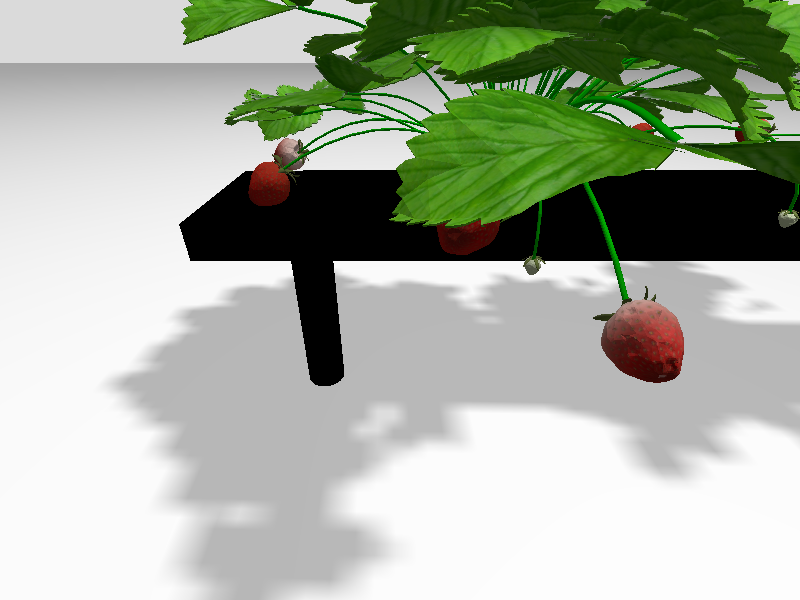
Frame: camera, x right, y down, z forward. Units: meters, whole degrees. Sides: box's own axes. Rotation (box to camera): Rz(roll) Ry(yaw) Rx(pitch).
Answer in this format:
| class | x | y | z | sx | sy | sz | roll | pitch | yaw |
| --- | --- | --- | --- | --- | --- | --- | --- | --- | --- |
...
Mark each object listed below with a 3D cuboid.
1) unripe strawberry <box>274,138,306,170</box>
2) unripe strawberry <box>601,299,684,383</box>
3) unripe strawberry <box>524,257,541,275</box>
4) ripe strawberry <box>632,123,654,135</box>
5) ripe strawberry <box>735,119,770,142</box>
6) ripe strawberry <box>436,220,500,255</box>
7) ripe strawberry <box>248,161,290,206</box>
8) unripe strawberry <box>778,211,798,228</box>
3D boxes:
| class | x | y | z | sx | sy | sz | roll | pitch | yaw |
| --- | --- | --- | --- | --- | --- | --- | --- | --- | --- |
| unripe strawberry | -0.113 | -0.147 | 0.406 | 0.032 | 0.031 | 0.030 | -1 | 30 | 23 |
| unripe strawberry | 0.088 | 0.016 | 0.145 | 0.026 | 0.030 | 0.028 | 0 | 44 | 0 |
| unripe strawberry | 0.070 | -0.018 | 0.213 | 0.009 | 0.010 | 0.010 | 4 | 32 | 6 |
| ripe strawberry | 0.271 | -0.181 | 0.452 | 0.034 | 0.035 | 0.031 | -11 | 33 | -35 |
| ripe strawberry | 0.441 | -0.210 | 0.504 | 0.032 | 0.034 | 0.035 | -16 | 35 | -23 |
| ripe strawberry | 0.038 | -0.044 | 0.235 | 0.038 | 0.040 | 0.041 | 12 | 35 | 19 |
| ripe strawberry | -0.102 | -0.089 | 0.311 | 0.030 | 0.035 | 0.035 | 43 | 14 | -31 |
| unripe strawberry | 0.246 | -0.051 | 0.254 | 0.010 | 0.010 | 0.011 | 20 | 37 | 29 |
